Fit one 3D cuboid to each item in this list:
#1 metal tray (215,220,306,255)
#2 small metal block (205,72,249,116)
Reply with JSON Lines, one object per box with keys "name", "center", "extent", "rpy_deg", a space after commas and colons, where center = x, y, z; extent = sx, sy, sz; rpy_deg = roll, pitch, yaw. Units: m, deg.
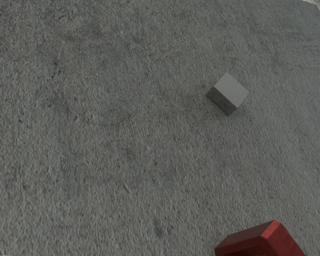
{"name": "metal tray", "center": [0.128, 0.170, 0.329], "extent": [0.030, 0.090, 0.130], "rpy_deg": [-27, 77, -37]}
{"name": "small metal block", "center": [0.109, -0.055, 0.498], "extent": [0.050, 0.025, 0.050], "rpy_deg": [43, 51, 1]}
